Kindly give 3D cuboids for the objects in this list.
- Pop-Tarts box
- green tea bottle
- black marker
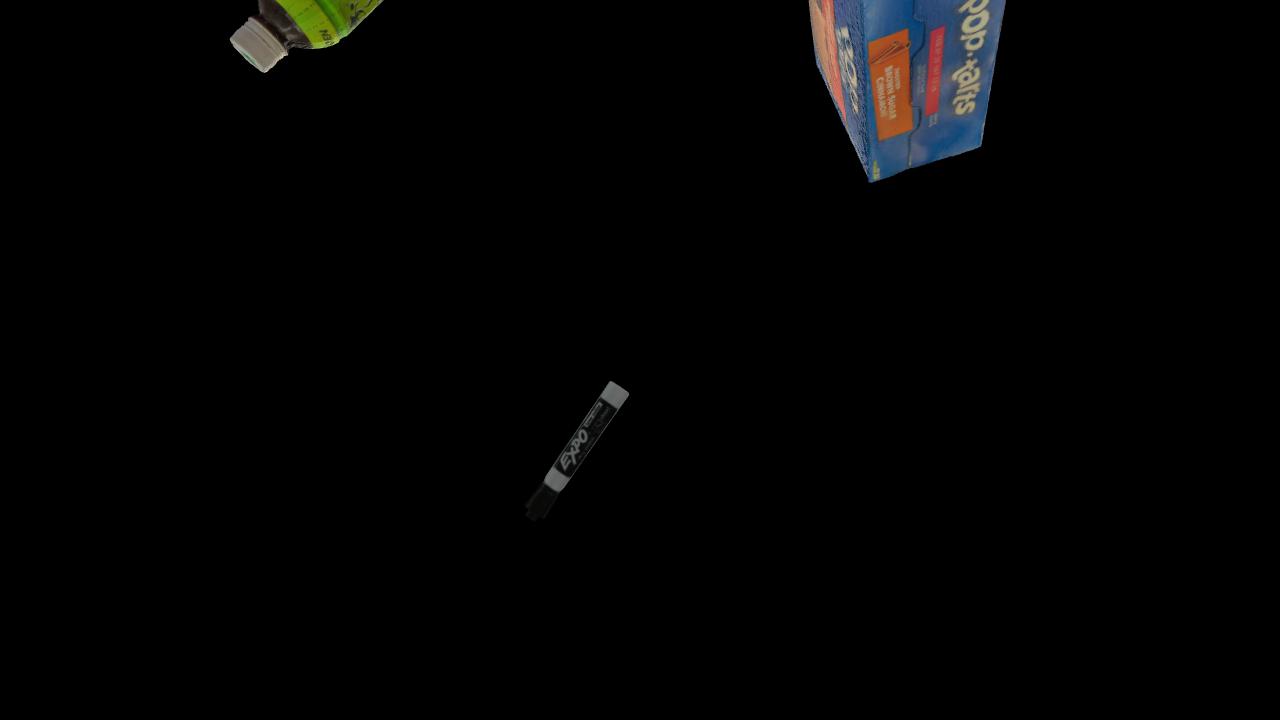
[{"bbox_3d":[0.167,-0.233,0.408,0.083,0.141,0.167,-18,-30,14],"label":"Pop-Tarts box"},{"bbox_3d":[-0.241,-0.316,0.496,0.073,0.212,0.073,37,-13,10],"label":"green tea bottle"},{"bbox_3d":[-0.049,0.071,0.473,0.020,0.121,0.020,34,-6,4],"label":"black marker"}]
